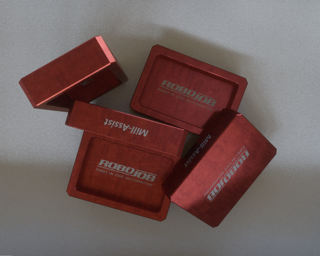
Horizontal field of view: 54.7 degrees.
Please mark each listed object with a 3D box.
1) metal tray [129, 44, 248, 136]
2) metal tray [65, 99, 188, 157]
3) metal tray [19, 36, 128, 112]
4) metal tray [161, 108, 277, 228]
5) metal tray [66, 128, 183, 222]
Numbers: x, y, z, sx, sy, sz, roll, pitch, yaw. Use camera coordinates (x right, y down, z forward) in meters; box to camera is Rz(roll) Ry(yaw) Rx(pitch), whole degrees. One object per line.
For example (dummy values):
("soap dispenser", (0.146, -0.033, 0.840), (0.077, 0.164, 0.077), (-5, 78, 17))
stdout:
("metal tray", (0.037, -0.043, 0.408), (0.131, 0.030, 0.090), (21, 90, -1))
("metal tray", (-0.036, -0.001, 0.376), (0.131, 0.090, 0.030), (16, 90, -1))
("metal tray", (-0.088, -0.054, 0.355), (0.090, 0.130, 0.030), (-30, 91, 0))
("metal tray", (0.076, 0.051, 0.389), (0.090, 0.030, 0.130), (39, 90, -29))
("metal tray", (-0.044, 0.059, 0.405), (0.131, 0.030, 0.090), (16, 90, -1))
